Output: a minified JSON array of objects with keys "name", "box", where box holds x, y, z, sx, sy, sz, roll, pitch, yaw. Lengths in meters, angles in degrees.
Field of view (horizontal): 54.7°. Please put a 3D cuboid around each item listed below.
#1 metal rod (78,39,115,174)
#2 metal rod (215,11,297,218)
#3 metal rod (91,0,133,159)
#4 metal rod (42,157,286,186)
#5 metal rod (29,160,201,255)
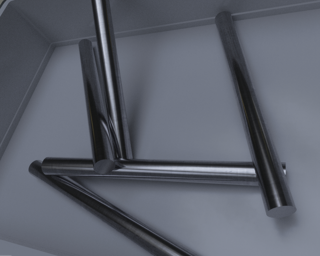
[{"name":"metal rod","box":[-0.100,-0.054,0.462,0.025,0.025,0.300,-30,44,9]},{"name":"metal rod","box":[0.098,-0.044,0.360,0.025,0.025,0.300,-18,48,18]},{"name":"metal rod","box":[-0.071,-0.103,0.422,0.025,0.025,0.298,-12,83,21]},{"name":"metal rod","box":[-0.013,0.049,0.367,0.301,0.025,0.025,-1,61,22]},{"name":"metal rod","box":[-0.068,0.101,0.378,0.300,0.025,0.025,19,72,35]}]
